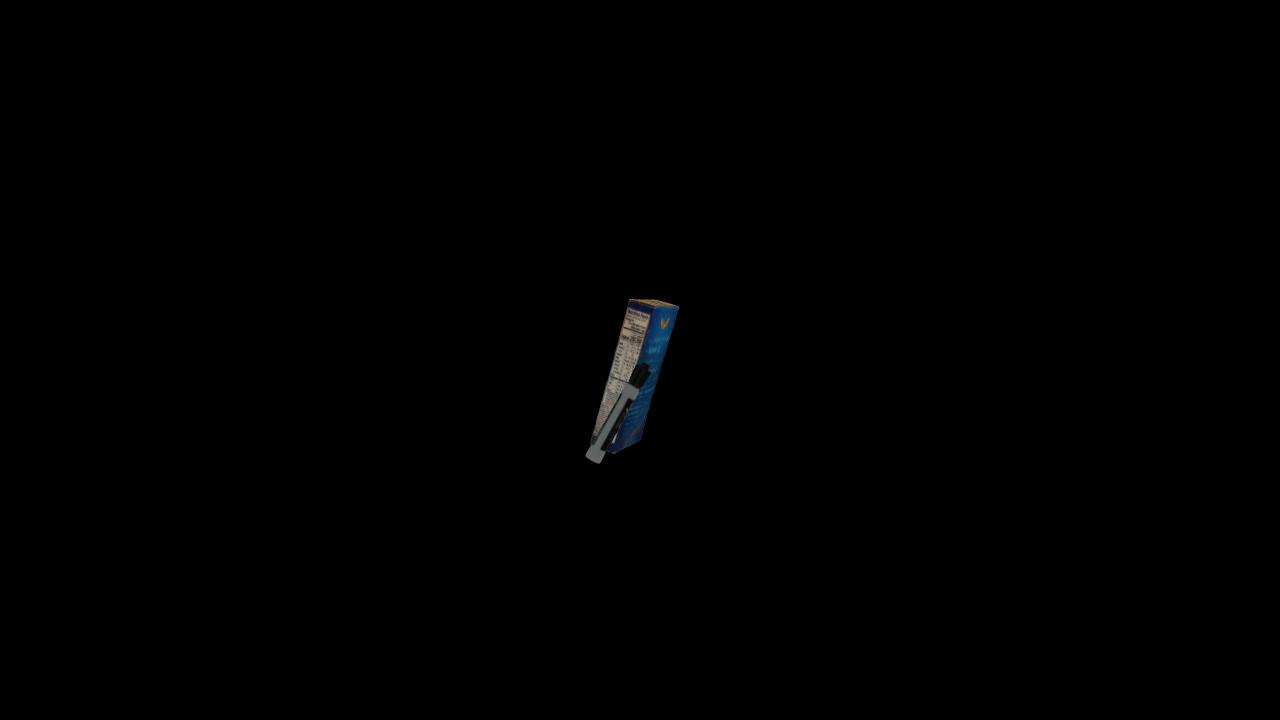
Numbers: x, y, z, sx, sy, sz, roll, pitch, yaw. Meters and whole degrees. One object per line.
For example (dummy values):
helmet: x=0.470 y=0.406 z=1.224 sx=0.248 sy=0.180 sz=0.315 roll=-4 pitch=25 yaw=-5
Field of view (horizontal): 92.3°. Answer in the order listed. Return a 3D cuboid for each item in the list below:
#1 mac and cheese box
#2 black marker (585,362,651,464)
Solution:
mac and cheese box: x=-0.006 y=0.017 z=0.757 sx=0.041 sy=0.184 sz=0.093 roll=19 pitch=11 yaw=20
black marker: x=-0.022 y=0.057 z=0.673 sx=0.020 sy=0.121 sz=0.020 roll=30 pitch=0 yaw=0
